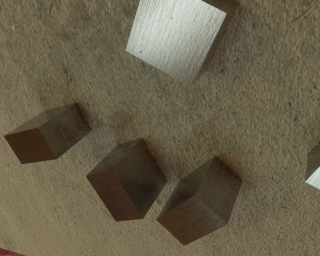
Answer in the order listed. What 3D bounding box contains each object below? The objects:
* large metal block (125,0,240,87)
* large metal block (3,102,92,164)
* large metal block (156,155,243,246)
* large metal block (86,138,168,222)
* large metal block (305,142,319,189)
[{"bbox_3d":[0.021,-0.102,0.316,0.080,0.050,0.079,30,128,8],"label":"large metal block"},{"bbox_3d":[-0.166,0.008,0.463,0.080,0.080,0.050,-10,113,32],"label":"large metal block"},{"bbox_3d":[0.052,0.093,0.402,0.050,0.080,0.080,44,129,-2],"label":"large metal block"},{"bbox_3d":[-0.044,0.072,0.439,0.050,0.080,0.080,-17,109,35],"label":"large metal block"},{"bbox_3d":[0.205,0.033,0.303,0.080,0.050,0.079,29,128,9],"label":"large metal block"}]
